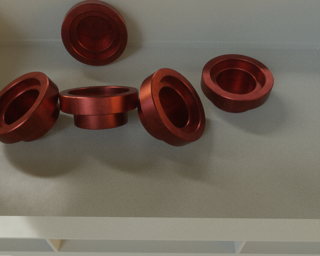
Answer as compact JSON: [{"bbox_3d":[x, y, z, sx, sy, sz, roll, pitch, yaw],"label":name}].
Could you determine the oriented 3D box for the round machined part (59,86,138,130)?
[{"bbox_3d":[-0.076,-0.027,0.396,0.099,0.042,0.098,-1,15,0],"label":"round machined part"}]

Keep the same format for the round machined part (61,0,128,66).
[{"bbox_3d":[-0.101,-0.151,0.485,0.099,0.097,0.042,-6,38,-6],"label":"round machined part"}]

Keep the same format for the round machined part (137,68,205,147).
[{"bbox_3d":[0.010,-0.022,0.391,0.098,0.042,0.098,26,51,-38],"label":"round machined part"}]

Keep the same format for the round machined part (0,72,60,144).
[{"bbox_3d":[-0.169,-0.021,0.394,0.098,0.042,0.098,-15,51,19],"label":"round machined part"}]

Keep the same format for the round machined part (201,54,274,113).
[{"bbox_3d":[0.108,-0.060,0.446,0.099,0.042,0.098,0,50,0],"label":"round machined part"}]
